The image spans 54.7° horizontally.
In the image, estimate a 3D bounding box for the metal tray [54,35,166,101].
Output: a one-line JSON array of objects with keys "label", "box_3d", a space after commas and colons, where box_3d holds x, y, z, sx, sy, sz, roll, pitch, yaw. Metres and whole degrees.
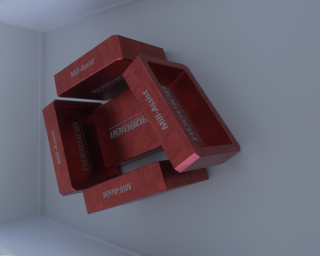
[{"label": "metal tray", "box_3d": [-0.067, -0.074, 0.415, 0.130, 0.091, 0.030, -20, 78, 38]}]

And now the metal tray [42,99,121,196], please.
[{"label": "metal tray", "box_3d": [-0.111, 0.026, 0.451, 0.030, 0.091, 0.129, -27, 74, 37]}]

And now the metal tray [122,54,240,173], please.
[{"label": "metal tray", "box_3d": [0.024, -0.019, 0.341, 0.030, 0.091, 0.130, -44, 64, 32]}]

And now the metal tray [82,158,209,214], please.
[{"label": "metal tray", "box_3d": [-0.019, 0.069, 0.375, 0.130, 0.091, 0.030, -26, 74, 37]}]

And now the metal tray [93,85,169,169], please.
[{"label": "metal tray", "box_3d": [-0.033, -0.005, 0.425, 0.130, 0.030, 0.090, -25, 75, 37]}]
